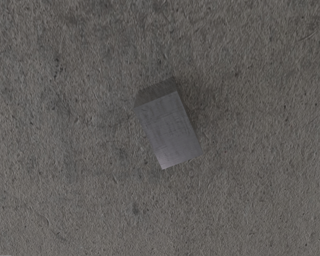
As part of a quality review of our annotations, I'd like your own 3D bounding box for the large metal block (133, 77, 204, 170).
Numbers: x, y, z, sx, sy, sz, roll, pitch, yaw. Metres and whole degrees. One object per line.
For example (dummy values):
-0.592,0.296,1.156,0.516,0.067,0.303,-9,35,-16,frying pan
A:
0.010,-0.009,0.377,0.050,0.080,0.080,-22,109,8,large metal block
